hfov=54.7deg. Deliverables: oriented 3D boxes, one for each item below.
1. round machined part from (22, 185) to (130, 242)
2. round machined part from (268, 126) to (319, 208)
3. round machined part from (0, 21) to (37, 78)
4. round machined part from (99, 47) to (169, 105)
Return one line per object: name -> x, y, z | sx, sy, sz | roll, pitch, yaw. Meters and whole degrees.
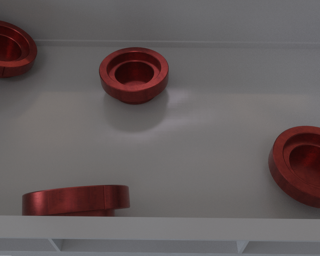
round machined part -> -0.078, 0.081, 0.295 | 0.099, 0.098, 0.042 | -5, 76, -4
round machined part -> 0.174, 0.048, 0.355 | 0.099, 0.042, 0.098 | 0, 50, 0
round machined part -> -0.243, -0.115, 0.471 | 0.099, 0.042, 0.098 | 20, 47, -22
round machined part -> -0.037, -0.072, 0.455 | 0.099, 0.042, 0.098 | 0, 50, 0
